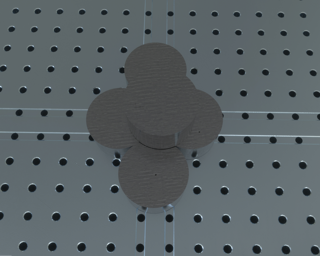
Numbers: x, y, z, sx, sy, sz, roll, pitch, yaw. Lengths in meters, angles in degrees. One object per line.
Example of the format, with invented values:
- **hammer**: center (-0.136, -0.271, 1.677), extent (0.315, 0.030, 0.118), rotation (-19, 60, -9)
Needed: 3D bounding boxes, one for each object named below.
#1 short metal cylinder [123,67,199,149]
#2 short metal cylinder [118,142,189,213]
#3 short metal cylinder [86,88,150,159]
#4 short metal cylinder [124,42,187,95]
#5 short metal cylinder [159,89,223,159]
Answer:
- **short metal cylinder**: center (0.001, -0.021, 0.352), extent (0.081, 0.050, 0.080), rotation (0, 70, 0)
- **short metal cylinder**: center (-0.007, 0.060, 0.376), extent (0.081, 0.050, 0.080), rotation (0, 68, 0)
- **short metal cylinder**: center (-0.049, -0.005, 0.400), extent (0.081, 0.050, 0.080), rotation (0, 70, 0)
- **short metal cylinder**: center (-0.006, -0.068, 0.423), extent (0.081, 0.050, 0.080), rotation (0, 70, -1)
- **short metal cylinder**: center (0.036, -0.004, 0.399), extent (0.081, 0.050, 0.080), rotation (0, 70, 0)
